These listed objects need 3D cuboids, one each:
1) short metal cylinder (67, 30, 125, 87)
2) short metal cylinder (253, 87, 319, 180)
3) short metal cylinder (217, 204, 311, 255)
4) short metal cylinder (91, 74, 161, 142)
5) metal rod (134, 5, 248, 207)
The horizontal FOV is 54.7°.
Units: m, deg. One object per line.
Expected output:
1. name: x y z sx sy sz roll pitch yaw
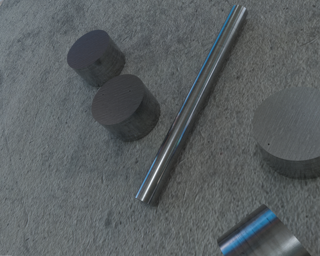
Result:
1. short metal cylinder: -0.105 -0.115 0.513 0.080 0.050 0.080 -13 56 21
2. short metal cylinder: 0.139 0.006 0.312 0.080 0.050 0.080 -13 56 21
3. short metal cylinder: 0.092 0.110 0.253 0.050 0.080 0.080 -39 51 2
4. short metal cylinder: -0.046 -0.027 0.429 0.080 0.050 0.080 -13 56 21
5. metal rod: 0.048 -0.041 0.403 0.025 0.025 0.300 16 70 34
